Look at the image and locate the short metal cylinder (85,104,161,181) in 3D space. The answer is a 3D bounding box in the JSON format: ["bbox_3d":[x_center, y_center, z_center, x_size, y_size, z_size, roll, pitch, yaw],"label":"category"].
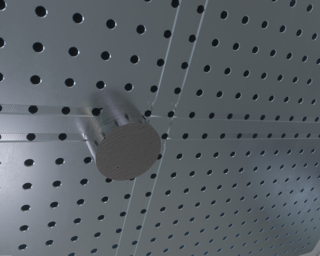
[{"bbox_3d":[-0.046,0.017,0.380,0.081,0.050,0.080,-14,124,-21],"label":"short metal cylinder"}]
